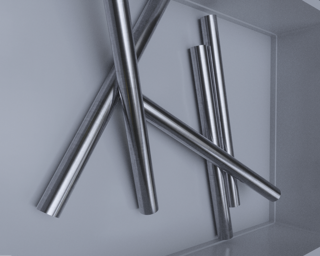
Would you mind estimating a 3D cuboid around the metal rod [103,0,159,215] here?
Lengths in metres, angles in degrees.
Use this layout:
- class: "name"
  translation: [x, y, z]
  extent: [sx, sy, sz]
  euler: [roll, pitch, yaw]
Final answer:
- class: "metal rod"
  translation: [-0.032, -0.036, 0.347]
  extent: [0.025, 0.025, 0.298]
  euler: [-23, 114, -38]

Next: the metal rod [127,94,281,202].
- class: "metal rod"
  translation: [0.073, 0.035, 0.440]
  extent: [0.301, 0.025, 0.025]
  euler: [33, 69, -26]

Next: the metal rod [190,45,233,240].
- class: "metal rod"
  translation: [0.080, 0.027, 0.473]
  extent: [0.025, 0.025, 0.298]
  euler: [-16, 100, -39]

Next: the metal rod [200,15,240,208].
- class: "metal rod"
  translation: [0.095, -0.021, 0.486]
  extent: [0.025, 0.025, 0.298]
  euler: [-15, 100, -39]

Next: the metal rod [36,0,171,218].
- class: "metal rod"
  translation: [-0.055, -0.044, 0.359]
  extent: [0.025, 0.025, 0.300]
  euler: [37, 67, -34]
